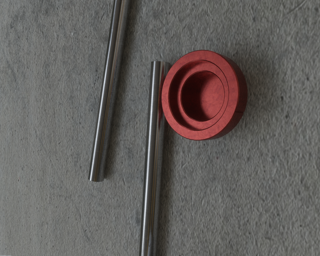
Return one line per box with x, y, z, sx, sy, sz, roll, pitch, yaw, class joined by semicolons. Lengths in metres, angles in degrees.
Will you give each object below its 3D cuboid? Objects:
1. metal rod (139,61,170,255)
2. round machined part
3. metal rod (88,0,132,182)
-0.009;0.064;0.410;0.025;0.025;0.298;6;94;39;metal rod
0.053;-0.035;0.349;0.098;0.042;0.097;0;90;39;round machined part
-0.075;-0.065;0.463;0.025;0.025;0.298;16;100;38;metal rod
